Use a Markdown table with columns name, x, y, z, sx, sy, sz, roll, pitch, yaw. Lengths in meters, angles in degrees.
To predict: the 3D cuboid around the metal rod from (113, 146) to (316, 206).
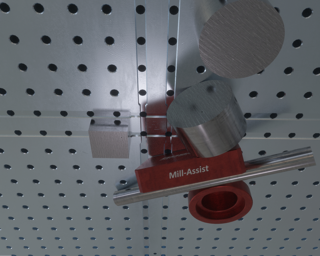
| name | x | y | z | sx | sy | sz | roll | pitch | yaw |
| --- | --- | --- | --- | --- | --- | --- | --- | --- | --- |
| metal rod | 0.061 | 0.075 | 0.449 | 0.300 | 0.025 | 0.025 | -17 | 129 | 24 |

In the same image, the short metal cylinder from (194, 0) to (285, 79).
| name | x | y | z | sx | sy | sz | roll | pitch | yaw |
| --- | --- | --- | --- | --- | --- | --- | --- | --- | --- |
| short metal cylinder | 0.077 | -0.097 | 0.313 | 0.081 | 0.050 | 0.079 | 0 | 130 | 0 |

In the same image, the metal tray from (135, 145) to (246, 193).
| name | x | y | z | sx | sy | sz | roll | pitch | yaw |
| --- | --- | --- | --- | --- | --- | --- | --- | --- | --- |
| metal tray | 0.042 | 0.048 | 0.410 | 0.130 | 0.090 | 0.030 | -13 | 92 | 11 |

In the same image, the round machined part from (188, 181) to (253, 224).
| name | x | y | z | sx | sy | sz | roll | pitch | yaw |
| --- | --- | --- | --- | --- | --- | --- | --- | --- | --- |
| round machined part | 0.094 | 0.108 | 0.493 | 0.099 | 0.042 | 0.097 | 0 | 130 | 0 |

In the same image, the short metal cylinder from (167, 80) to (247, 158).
| name | x | y | z | sx | sy | sz | roll | pitch | yaw |
| --- | --- | --- | --- | --- | --- | --- | --- | --- | --- |
| short metal cylinder | 0.055 | -0.012 | 0.365 | 0.080 | 0.080 | 0.050 | -22 | 125 | 17 |

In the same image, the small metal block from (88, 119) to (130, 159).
| name | x | y | z | sx | sy | sz | roll | pitch | yaw |
| --- | --- | --- | --- | --- | --- | --- | --- | --- | --- |
| small metal block | -0.068 | 0.015 | 0.424 | 0.050 | 0.025 | 0.050 | 1 | 130 | -1 |
